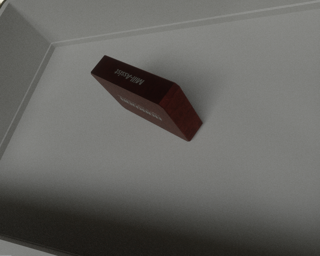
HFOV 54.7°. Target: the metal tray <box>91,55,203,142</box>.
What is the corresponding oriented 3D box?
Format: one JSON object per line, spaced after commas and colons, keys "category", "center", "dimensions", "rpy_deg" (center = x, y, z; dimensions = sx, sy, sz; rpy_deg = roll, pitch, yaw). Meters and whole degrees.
{"category": "metal tray", "center": [-0.017, -0.038, 0.391], "dimensions": [0.130, 0.090, 0.030], "rpy_deg": [28, 77, 36]}
